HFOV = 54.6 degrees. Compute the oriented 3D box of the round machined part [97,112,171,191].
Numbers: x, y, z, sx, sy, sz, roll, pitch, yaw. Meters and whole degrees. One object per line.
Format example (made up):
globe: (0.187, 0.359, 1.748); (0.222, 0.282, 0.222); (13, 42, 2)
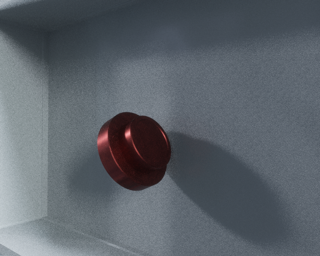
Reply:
round machined part: (-0.024, 0.024, 0.380); (0.042, 0.099, 0.098); (-30, 72, 34)
